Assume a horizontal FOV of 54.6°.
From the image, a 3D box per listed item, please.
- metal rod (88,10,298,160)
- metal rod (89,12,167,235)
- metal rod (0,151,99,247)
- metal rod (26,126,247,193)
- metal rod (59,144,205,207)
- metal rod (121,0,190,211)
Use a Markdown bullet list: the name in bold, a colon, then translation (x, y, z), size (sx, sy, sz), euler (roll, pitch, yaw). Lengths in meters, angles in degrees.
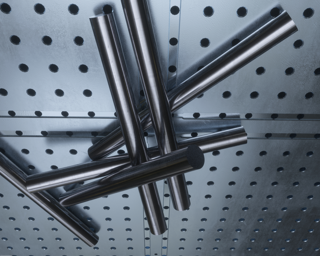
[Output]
- **metal rod**: translation (0.021, -0.036, 0.380), size (0.299, 0.025, 0.025), euler (-33, 123, 25)
- **metal rod**: translation (-0.031, 0.015, 0.381), size (0.025, 0.025, 0.298), euler (-9, 117, 7)
- **metal rod**: translation (-0.193, 0.113, 0.506), size (0.025, 0.025, 0.300), euler (-21, 127, 16)
- **metal rod**: translation (-0.032, 0.044, 0.424), size (0.301, 0.025, 0.025), euler (-13, 129, 1)
- **metal rod**: translation (-0.060, 0.073, 0.407), size (0.025, 0.025, 0.299), euler (35, 142, -26)
- **metal rod**: translation (0.000, -0.018, 0.363), size (0.025, 0.025, 0.299), euler (-9, 120, 8)
